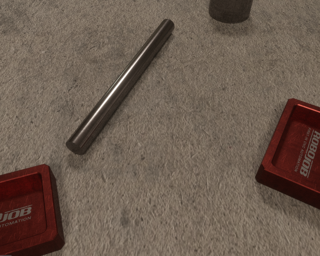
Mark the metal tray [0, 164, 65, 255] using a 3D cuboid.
[{"bbox_3d":[-0.172,0.096,0.316,0.131,0.030,0.090,-14,52,-12],"label":"metal tray"}]

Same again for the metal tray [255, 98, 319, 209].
[{"bbox_3d":[0.183,0.027,0.379,0.090,0.030,0.130,23,54,18],"label":"metal tray"}]

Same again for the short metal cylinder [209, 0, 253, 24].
[{"bbox_3d":[0.137,-0.245,0.594,0.081,0.050,0.080,0,50,0],"label":"short metal cylinder"}]

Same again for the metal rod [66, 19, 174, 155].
[{"bbox_3d":[-0.045,-0.080,0.469,0.025,0.025,0.301,19,52,14],"label":"metal rod"}]
